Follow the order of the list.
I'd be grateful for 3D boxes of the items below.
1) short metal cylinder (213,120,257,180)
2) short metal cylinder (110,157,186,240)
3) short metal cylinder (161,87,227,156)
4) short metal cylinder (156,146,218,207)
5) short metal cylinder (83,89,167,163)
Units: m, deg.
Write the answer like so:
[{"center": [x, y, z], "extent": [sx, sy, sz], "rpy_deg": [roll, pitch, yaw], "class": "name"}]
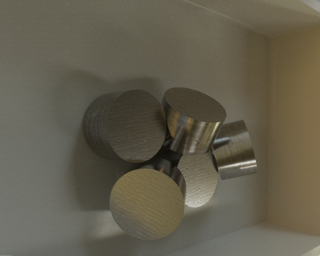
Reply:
[{"center": [0.106, 0.032, 0.453], "extent": [0.080, 0.050, 0.080], "rpy_deg": [-15, 91, -81], "class": "short metal cylinder"}, {"center": [-0.011, 0.078, 0.353], "extent": [0.050, 0.080, 0.079], "rpy_deg": [-51, 133, -79], "class": "short metal cylinder"}, {"center": [0.036, -0.010, 0.392], "extent": [0.081, 0.080, 0.050], "rpy_deg": [-11, 133, -40], "class": "short metal cylinder"}, {"center": [0.033, 0.062, 0.418], "extent": [0.081, 0.050, 0.079], "rpy_deg": [0, 90, -40], "class": "short metal cylinder"}, {"center": [-0.039, -0.002, 0.356], "extent": [0.081, 0.050, 0.079], "rpy_deg": [0, 90, -40], "class": "short metal cylinder"}]
